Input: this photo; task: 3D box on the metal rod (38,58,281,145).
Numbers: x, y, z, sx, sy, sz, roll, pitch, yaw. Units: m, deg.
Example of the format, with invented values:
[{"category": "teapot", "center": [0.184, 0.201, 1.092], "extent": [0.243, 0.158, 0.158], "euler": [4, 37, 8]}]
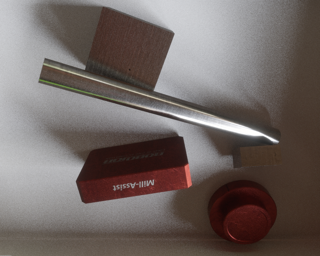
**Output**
[{"category": "metal rod", "center": [0.020, -0.022, 0.359], "extent": [0.302, 0.025, 0.025], "euler": [14, 110, -23]}]

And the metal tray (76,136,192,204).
[{"category": "metal tray", "center": [-0.030, 0.050, 0.394], "extent": [0.131, 0.090, 0.030], "euler": [-9, 110, 3]}]

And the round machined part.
[{"category": "round machined part", "center": [0.122, 0.129, 0.452], "extent": [0.099, 0.042, 0.097], "euler": [0, 110, -1]}]

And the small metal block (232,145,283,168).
[{"category": "small metal block", "center": [0.127, 0.039, 0.411], "extent": [0.050, 0.050, 0.025], "euler": [-4, 81, 1]}]

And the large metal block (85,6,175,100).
[{"category": "large metal block", "center": [-0.036, -0.088, 0.365], "extent": [0.080, 0.050, 0.079], "euler": [19, 109, -7]}]
